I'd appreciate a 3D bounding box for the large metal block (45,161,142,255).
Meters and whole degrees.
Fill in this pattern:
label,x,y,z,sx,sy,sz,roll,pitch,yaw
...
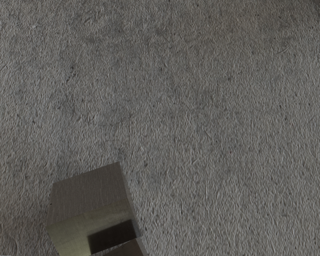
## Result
label,x,y,z,sx,sy,sz,roll,pitch,yaw
large metal block,-0.072,0.088,0.339,0.080,0.080,0.050,-18,113,-7

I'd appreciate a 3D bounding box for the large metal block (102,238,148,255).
label,x,y,z,sx,sy,sz,roll,pitch,yaw
large metal block,-0.028,0.163,0.319,0.050,0.080,0.080,-26,72,-9
